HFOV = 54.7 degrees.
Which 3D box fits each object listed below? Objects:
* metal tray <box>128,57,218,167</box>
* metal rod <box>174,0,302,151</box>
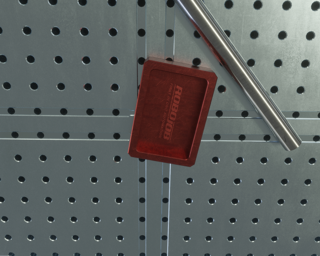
[{"bbox_3d":[0.014,-0.019,0.403,0.091,0.030,0.129,10,110,-5],"label":"metal tray"},{"bbox_3d":[0.087,-0.086,0.383,0.025,0.025,0.300,-38,106,12],"label":"metal rod"}]
